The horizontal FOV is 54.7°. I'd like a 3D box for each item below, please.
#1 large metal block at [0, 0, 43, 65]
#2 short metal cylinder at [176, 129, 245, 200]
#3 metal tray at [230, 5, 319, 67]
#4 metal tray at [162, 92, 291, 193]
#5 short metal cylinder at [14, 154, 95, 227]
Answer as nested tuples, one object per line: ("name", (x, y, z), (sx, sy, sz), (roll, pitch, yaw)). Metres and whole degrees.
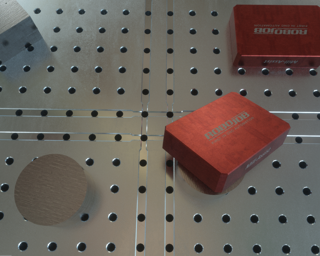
("large metal block", (-0.236, -0.150, 0.452), (0.080, 0.050, 0.080), (-39, 75, -13))
("short metal cylinder", (0.061, 0.046, 0.382), (0.081, 0.050, 0.080), (0, 70, 0))
("metal tray", (0.174, -0.137, 0.460), (0.131, 0.030, 0.090), (1, 70, 0))
("metal tray", (0.079, 0.009, 0.367), (0.131, 0.030, 0.090), (-27, 51, -34))
("short metal cylinder", (-0.122, 0.076, 0.370), (0.081, 0.050, 0.080), (0, 70, 0))
